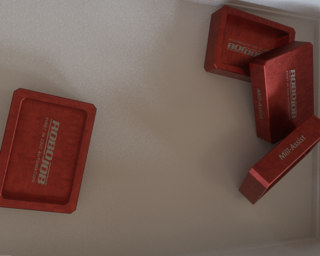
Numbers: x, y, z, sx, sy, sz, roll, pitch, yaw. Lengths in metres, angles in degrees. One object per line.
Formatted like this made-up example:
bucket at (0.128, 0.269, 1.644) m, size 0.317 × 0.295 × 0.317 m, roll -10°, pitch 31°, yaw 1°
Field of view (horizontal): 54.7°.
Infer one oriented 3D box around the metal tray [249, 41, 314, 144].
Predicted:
metal tray at (0.182, -0.051, 0.455) m, size 0.091 × 0.030 × 0.129 m, roll -24°, pitch 118°, yaw -19°

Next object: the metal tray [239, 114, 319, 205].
metal tray at (0.175, 0.046, 0.441) m, size 0.131 × 0.090 × 0.030 m, roll -37°, pitch 65°, yaw -16°

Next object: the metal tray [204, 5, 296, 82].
metal tray at (0.135, -0.116, 0.459) m, size 0.131 × 0.030 × 0.089 m, roll 9°, pitch 87°, yaw -20°

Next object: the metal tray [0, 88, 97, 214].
metal tray at (-0.132, 0.027, 0.359) m, size 0.091 × 0.030 × 0.129 m, roll 12°, pitch 86°, yaw -20°
